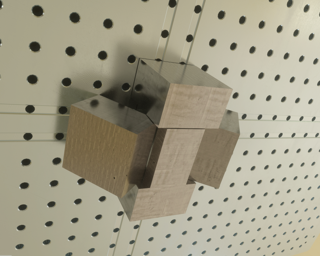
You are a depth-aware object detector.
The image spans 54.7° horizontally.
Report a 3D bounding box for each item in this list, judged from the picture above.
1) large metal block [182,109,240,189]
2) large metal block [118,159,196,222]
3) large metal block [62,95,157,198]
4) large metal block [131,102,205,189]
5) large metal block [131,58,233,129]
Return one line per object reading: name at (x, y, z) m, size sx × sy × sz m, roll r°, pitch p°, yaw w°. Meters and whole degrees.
large metal block at (0.068, 0.021, 0.416) m, size 0.050 × 0.080 × 0.079 m, roll 17°, pitch 114°, yaw 5°
large metal block at (-0.012, 0.073, 0.414) m, size 0.081 × 0.080 × 0.050 m, roll 1°, pitch 118°, yaw -29°
large metal block at (-0.057, 0.018, 0.349) m, size 0.050 × 0.080 × 0.079 m, roll -36°, pitch 146°, yaw -60°
large metal block at (0.003, 0.017, 0.388) m, size 0.050 × 0.080 × 0.079 m, roll 1°, pitch 118°, yaw -29°
large metal block at (0.022, -0.041, 0.363) m, size 0.081 × 0.080 × 0.050 m, roll 1°, pitch 118°, yaw -29°
